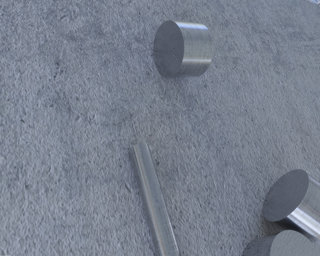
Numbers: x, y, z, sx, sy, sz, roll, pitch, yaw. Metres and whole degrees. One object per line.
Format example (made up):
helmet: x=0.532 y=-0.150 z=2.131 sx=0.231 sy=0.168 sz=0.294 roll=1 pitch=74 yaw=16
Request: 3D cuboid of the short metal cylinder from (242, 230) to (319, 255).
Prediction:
short metal cylinder: x=0.145 y=0.166 z=0.364 sx=0.081 sy=0.050 sz=0.080 roll=14 pitch=56 yaw=-21

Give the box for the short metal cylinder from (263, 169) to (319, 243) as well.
short metal cylinder: x=0.182 y=0.101 z=0.405 sx=0.050 sy=0.080 sz=0.080 roll=36 pitch=51 yaw=-5

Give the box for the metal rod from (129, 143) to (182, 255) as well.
metal rod: x=0.016 y=0.155 z=0.317 sx=0.025 sy=0.025 sz=0.299 roll=-4 pitch=64 yaw=-30

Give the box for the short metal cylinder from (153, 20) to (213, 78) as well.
short metal cylinder: x=0.032 y=-0.115 z=0.456 sx=0.050 sy=0.080 sz=0.080 roll=-7 pitch=66 yaw=-32
